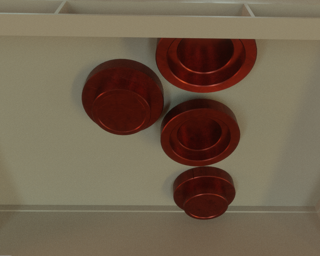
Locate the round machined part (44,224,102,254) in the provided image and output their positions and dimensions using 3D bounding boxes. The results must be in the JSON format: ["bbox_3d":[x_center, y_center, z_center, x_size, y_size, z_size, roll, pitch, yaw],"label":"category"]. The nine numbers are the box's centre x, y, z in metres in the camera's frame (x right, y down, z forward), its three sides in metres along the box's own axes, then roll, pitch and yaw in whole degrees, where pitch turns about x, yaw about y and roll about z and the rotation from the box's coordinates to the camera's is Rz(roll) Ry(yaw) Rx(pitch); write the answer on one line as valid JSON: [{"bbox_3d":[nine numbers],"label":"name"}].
[{"bbox_3d":[-0.152,0.199,0.554,0.099,0.042,0.098,1,153,1],"label":"round machined part"}]

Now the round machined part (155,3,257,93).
[{"bbox_3d":[0.046,-0.084,0.317,0.099,0.042,0.098,3,144,2],"label":"round machined part"}]

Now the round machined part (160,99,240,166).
[{"bbox_3d":[0.050,0.002,0.400,0.099,0.042,0.097,0,130,0],"label":"round machined part"}]

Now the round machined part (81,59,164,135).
[{"bbox_3d":[-0.045,-0.029,0.372,0.099,0.042,0.097,0,130,0],"label":"round machined part"}]

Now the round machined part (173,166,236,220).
[{"bbox_3d":[0.070,0.109,0.491,0.099,0.042,0.097,0,130,0],"label":"round machined part"}]
